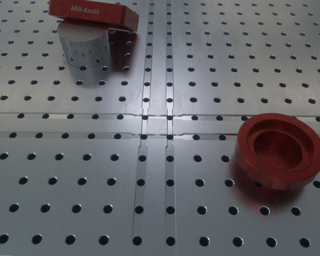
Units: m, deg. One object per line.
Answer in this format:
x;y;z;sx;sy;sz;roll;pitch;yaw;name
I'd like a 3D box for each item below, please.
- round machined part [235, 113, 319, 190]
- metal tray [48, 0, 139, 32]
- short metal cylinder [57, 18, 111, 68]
0.139;0.031;0.371;0.099;0.042;0.098;0;50;0;round machined part
-0.110;-0.195;0.535;0.131;0.030;0.090;11;12;9;metal tray
-0.123;-0.145;0.512;0.081;0.050;0.080;1;50;0;short metal cylinder
